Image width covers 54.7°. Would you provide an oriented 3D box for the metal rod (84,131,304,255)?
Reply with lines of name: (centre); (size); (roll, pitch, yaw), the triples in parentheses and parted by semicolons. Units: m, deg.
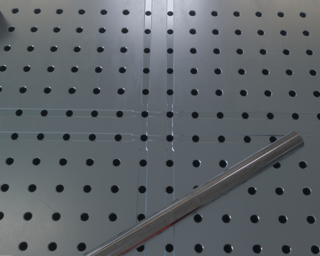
metal rod: (0.049, 0.085, 0.380); (0.302, 0.025, 0.025); (-28, 73, -10)
